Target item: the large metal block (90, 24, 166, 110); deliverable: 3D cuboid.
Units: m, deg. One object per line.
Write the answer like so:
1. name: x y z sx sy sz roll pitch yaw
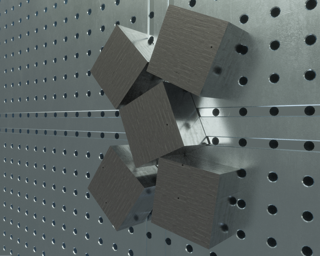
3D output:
1. large metal block: -0.041 -0.081 0.428 0.080 0.050 0.080 -52 59 28

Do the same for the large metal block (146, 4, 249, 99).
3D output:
1. large metal block: 0.041 -0.087 0.358 0.080 0.050 0.080 31 110 33

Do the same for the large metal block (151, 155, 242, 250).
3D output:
1. large metal block: 0.041 0.080 0.360 0.080 0.050 0.080 12 97 39

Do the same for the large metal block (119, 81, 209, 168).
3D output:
1. large metal block: 0.003 -0.002 0.391 0.080 0.050 0.080 -28 72 36

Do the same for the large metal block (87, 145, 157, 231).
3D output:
1. large metal block: -0.045 0.080 0.430 0.080 0.050 0.080 45 117 31
